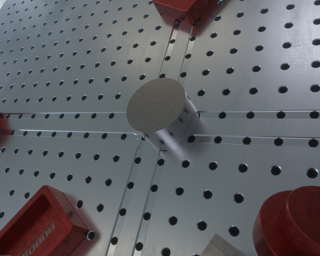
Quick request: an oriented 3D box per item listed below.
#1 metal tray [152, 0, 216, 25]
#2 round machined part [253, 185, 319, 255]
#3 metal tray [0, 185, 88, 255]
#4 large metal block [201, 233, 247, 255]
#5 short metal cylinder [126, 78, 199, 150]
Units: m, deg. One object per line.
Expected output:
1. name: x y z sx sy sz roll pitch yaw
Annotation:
1. metal tray: 0.061 -0.240 0.521 0.130 0.030 0.090 -49 52 -7
2. round machined part: 0.128 0.084 0.246 0.099 0.042 0.098 5 34 -3
3. metal tray: -0.166 0.151 0.399 0.130 0.030 0.090 -48 51 -6
4. large metal block: 0.054 0.144 0.256 0.050 0.080 0.080 31 79 38
5. short metal cylinder: 0.004 -0.018 0.401 0.080 0.050 0.080 -13 56 21
